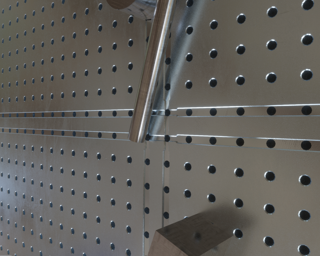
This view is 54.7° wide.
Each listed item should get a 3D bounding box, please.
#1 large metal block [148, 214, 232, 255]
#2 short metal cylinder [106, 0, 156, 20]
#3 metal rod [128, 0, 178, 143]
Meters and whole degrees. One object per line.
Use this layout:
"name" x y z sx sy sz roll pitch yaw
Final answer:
"large metal block" 0.028 0.153 0.349 0.050 0.081 0.079 27 107 36
"short metal cylinder" -0.030 -0.193 0.416 0.080 0.050 0.079 0 90 39
"metal rod" 0.001 -0.122 0.390 0.025 0.025 0.298 27 112 36
